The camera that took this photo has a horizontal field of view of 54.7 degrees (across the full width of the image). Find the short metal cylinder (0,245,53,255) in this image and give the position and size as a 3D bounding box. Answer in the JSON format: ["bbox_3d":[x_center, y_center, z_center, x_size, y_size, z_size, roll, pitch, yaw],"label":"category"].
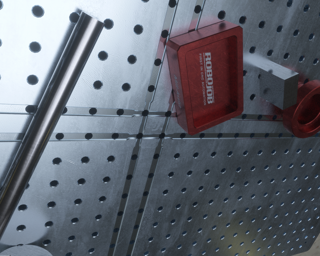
[{"bbox_3d":[-0.180,0.201,0.402,0.081,0.080,0.050,4,116,-31],"label":"short metal cylinder"}]

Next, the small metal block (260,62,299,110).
[{"bbox_3d":[0.173,-0.062,0.454,0.025,0.050,0.050,-24,128,-14],"label":"small metal block"}]

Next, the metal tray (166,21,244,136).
[{"bbox_3d":[0.063,-0.062,0.405,0.091,0.030,0.129,-23,127,-15],"label":"metal tray"}]

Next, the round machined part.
[{"bbox_3d":[0.242,-0.035,0.514,0.099,0.042,0.097,-14,125,-21],"label":"round machined part"}]

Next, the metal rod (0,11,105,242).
[{"bbox_3d":[-0.139,0.015,0.345,0.025,0.025,0.298,20,108,-36],"label":"metal rod"}]
